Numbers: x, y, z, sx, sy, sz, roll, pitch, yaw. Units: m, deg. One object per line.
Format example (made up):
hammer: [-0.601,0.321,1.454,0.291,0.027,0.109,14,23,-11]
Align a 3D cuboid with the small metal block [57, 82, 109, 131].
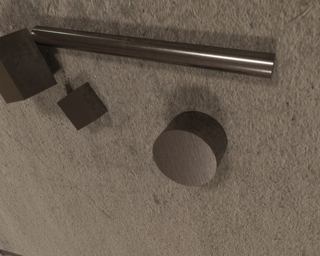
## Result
small metal block: [-0.111,-0.031,0.445,0.050,0.025,0.050,-26,105,36]

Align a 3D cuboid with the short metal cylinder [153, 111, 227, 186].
short metal cylinder: [0.038,0.025,0.385,0.080,0.050,0.079,13,124,20]

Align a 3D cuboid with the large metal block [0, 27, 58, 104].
large metal block: [-0.199,-0.083,0.427,0.080,0.050,0.080,0,120,49]

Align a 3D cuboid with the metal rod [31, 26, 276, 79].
metal rod: [-0.025,-0.093,0.361,0.301,0.025,0.025,13,124,20]
